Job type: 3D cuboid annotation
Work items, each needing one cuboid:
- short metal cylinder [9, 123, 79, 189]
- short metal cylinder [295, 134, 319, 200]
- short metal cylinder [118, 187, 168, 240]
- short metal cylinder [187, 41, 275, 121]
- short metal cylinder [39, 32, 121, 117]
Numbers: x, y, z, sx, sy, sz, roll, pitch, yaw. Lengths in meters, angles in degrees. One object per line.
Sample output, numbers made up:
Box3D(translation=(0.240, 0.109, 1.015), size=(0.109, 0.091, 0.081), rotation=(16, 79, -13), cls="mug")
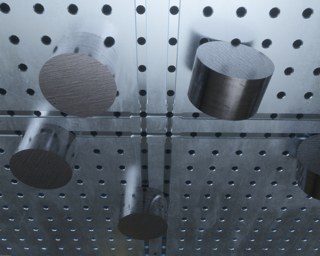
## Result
Box3D(translation=(-0.157, 0.040, 0.427), size=(0.081, 0.050, 0.079), rotation=(0, 130, 0), cls="short metal cylinder")
Box3D(translation=(0.230, 0.053, 0.423), size=(0.080, 0.080, 0.050), rotation=(-9, 130, 8), cls="short metal cylinder")
Box3D(translation=(-0.027, 0.143, 0.517), size=(0.081, 0.050, 0.079), rotation=(0, 130, 0), cls="short metal cylinder")
Box3D(translation=(0.074, -0.052, 0.332), size=(0.081, 0.080, 0.050), rotation=(6, 130, -5), cls="short metal cylinder")
Box3D(translation=(-0.086, -0.059, 0.344), size=(0.081, 0.050, 0.079), rotation=(0, 130, 0), cls="short metal cylinder")
